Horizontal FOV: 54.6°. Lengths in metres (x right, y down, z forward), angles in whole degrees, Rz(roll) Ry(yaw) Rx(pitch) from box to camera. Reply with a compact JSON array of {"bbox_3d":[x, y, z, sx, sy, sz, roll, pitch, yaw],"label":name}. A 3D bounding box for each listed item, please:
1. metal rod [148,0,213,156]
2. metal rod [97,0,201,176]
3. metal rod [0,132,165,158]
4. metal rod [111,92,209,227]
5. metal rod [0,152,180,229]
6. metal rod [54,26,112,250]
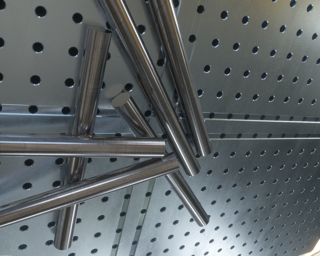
[{"bbox_3d":[0.023,-0.077,0.375,0.025,0.025,0.299,-29,128,-10],"label":"metal rod"},{"bbox_3d":[-0.003,-0.040,0.383,0.025,0.025,0.299,-33,129,-7],"label":"metal rod"},{"bbox_3d":[-0.139,0.018,0.322,0.302,0.025,0.025,3,117,-22],"label":"metal rod"},{"bbox_3d":[0.015,0.066,0.458,0.025,0.025,0.300,-36,129,-5],"label":"metal rod"},{"bbox_3d":[-0.123,0.085,0.366,0.302,0.025,0.025,-17,126,-8],"label":"metal rod"},{"bbox_3d":[-0.099,0.031,0.375,0.025,0.025,0.298,2,118,-29],"label":"metal rod"}]
